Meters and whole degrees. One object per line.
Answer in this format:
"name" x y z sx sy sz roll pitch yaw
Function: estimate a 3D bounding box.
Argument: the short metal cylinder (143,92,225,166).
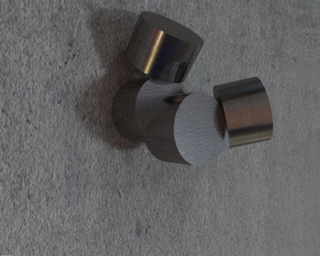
"short metal cylinder" 0.028 0.001 0.350 0.081 0.050 0.079 0 90 -40

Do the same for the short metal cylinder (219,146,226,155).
"short metal cylinder" 0.057 -0.001 0.440 0.081 0.050 0.079 0 90 -40

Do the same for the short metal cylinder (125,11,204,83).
"short metal cylinder" 0.005 -0.096 0.368 0.081 0.080 0.050 0 129 -40

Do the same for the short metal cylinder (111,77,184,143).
"short metal cylinder" -0.012 -0.021 0.381 0.081 0.050 0.079 0 90 -40

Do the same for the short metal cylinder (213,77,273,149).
"short metal cylinder" 0.100 -0.019 0.382 0.050 0.080 0.079 -12 101 4
